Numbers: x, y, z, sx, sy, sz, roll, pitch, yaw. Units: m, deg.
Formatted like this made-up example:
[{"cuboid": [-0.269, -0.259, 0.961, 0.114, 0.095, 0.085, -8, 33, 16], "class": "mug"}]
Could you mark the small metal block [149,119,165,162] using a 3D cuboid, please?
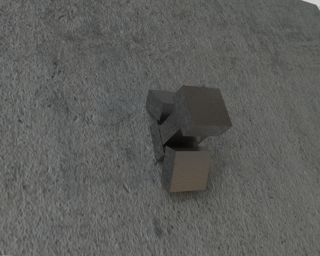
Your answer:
[{"cuboid": [0.018, 0.017, 0.407, 0.050, 0.025, 0.050, 2, 61, -27], "class": "small metal block"}]

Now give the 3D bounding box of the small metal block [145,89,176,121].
[{"cuboid": [0.015, -0.030, 0.417, 0.050, 0.025, 0.050, 2, 25, -27], "class": "small metal block"}]

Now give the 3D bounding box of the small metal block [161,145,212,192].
[{"cuboid": [0.032, 0.049, 0.378, 0.050, 0.025, 0.050, 2, 101, -28], "class": "small metal block"}]

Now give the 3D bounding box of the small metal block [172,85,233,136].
[{"cuboid": [0.047, -0.019, 0.347, 0.050, 0.025, 0.050, 1, 61, -28], "class": "small metal block"}]

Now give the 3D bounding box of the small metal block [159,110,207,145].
[{"cuboid": [0.034, -0.001, 0.377, 0.050, 0.050, 0.025, 2, 61, -28], "class": "small metal block"}]
